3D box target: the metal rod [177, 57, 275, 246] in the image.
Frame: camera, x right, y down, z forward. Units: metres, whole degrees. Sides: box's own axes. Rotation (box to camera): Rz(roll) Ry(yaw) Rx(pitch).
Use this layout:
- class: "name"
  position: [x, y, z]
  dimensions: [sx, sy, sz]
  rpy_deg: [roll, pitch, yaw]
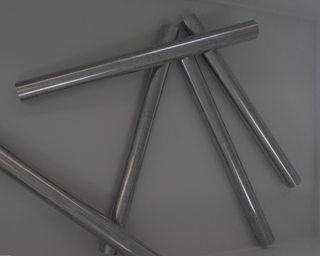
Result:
- class: "metal rod"
  position: [0.098, 0.038, 0.446]
  dimensions: [0.025, 0.025, 0.299]
  rpy_deg: [-29, 100, -18]

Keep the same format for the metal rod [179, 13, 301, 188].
- class: "metal rod"
  position: [0.123, -0.032, 0.455]
  dimensions: [0.025, 0.025, 0.299]
  rpy_deg: [-40, 103, -16]

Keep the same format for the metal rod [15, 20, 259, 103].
- class: "metal rod"
  position: [-0.018, -0.085, 0.380]
  dimensions: [0.302, 0.025, 0.025]
  rpy_deg: [-18, 96, -11]

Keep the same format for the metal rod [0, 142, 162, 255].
- class: "metal rod"
  position: [-0.117, 0.077, 0.350]
  dimensions: [0.301, 0.025, 0.025]
  rpy_deg: [38, 78, -10]

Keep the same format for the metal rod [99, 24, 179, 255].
- class: "metal rod"
  position: [-0.025, 0.010, 0.401]
  dimensions: [0.025, 0.025, 0.299]
  rpy_deg: [17, 84, -19]
